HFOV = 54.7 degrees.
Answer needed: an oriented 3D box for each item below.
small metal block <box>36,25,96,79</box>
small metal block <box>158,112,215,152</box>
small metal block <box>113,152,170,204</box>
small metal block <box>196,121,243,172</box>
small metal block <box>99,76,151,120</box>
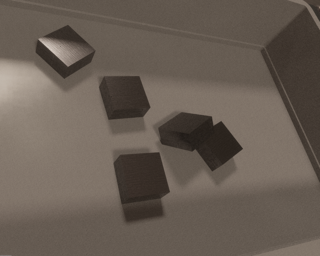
[{"bbox_3d":[-0.122,-0.099,0.402,0.050,0.025,0.050,43,51,1],"label":"small metal block"},{"bbox_3d":[0.035,0.003,0.405,0.050,0.050,0.025,-34,122,-39],"label":"small metal block"},{"bbox_3d":[-0.022,0.057,0.360,0.050,0.025,0.050,-1,62,-29],"label":"small metal block"},{"bbox_3d":[0.080,0.025,0.436,0.050,0.025,0.050,-29,78,-38],"label":"small metal block"},{"bbox_3d":[-0.047,-0.040,0.406,0.050,0.025,0.050,-6,65,-31],"label":"small metal block"}]
